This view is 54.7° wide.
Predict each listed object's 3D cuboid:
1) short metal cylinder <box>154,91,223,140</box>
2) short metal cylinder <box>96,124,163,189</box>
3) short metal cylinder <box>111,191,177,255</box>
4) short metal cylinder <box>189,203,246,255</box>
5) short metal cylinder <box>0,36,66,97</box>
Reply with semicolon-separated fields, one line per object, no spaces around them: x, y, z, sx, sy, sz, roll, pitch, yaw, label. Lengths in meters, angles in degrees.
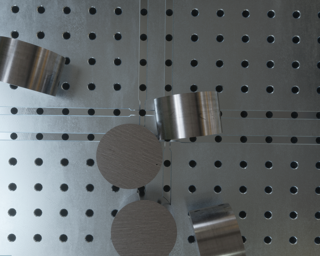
0.035;-0.015;0.386;0.081;0.080;0.050;-6;90;0;short metal cylinder
-0.037;0.034;0.400;0.081;0.050;0.079;0;90;-1;short metal cylinder
-0.020;0.127;0.401;0.081;0.050;0.079;0;90;-1;short metal cylinder
0.070;0.139;0.387;0.050;0.080;0.080;-12;90;0;short metal cylinder
-0.164;-0.074;0.384;0.080;0.080;0.050;15;90;-1;short metal cylinder
